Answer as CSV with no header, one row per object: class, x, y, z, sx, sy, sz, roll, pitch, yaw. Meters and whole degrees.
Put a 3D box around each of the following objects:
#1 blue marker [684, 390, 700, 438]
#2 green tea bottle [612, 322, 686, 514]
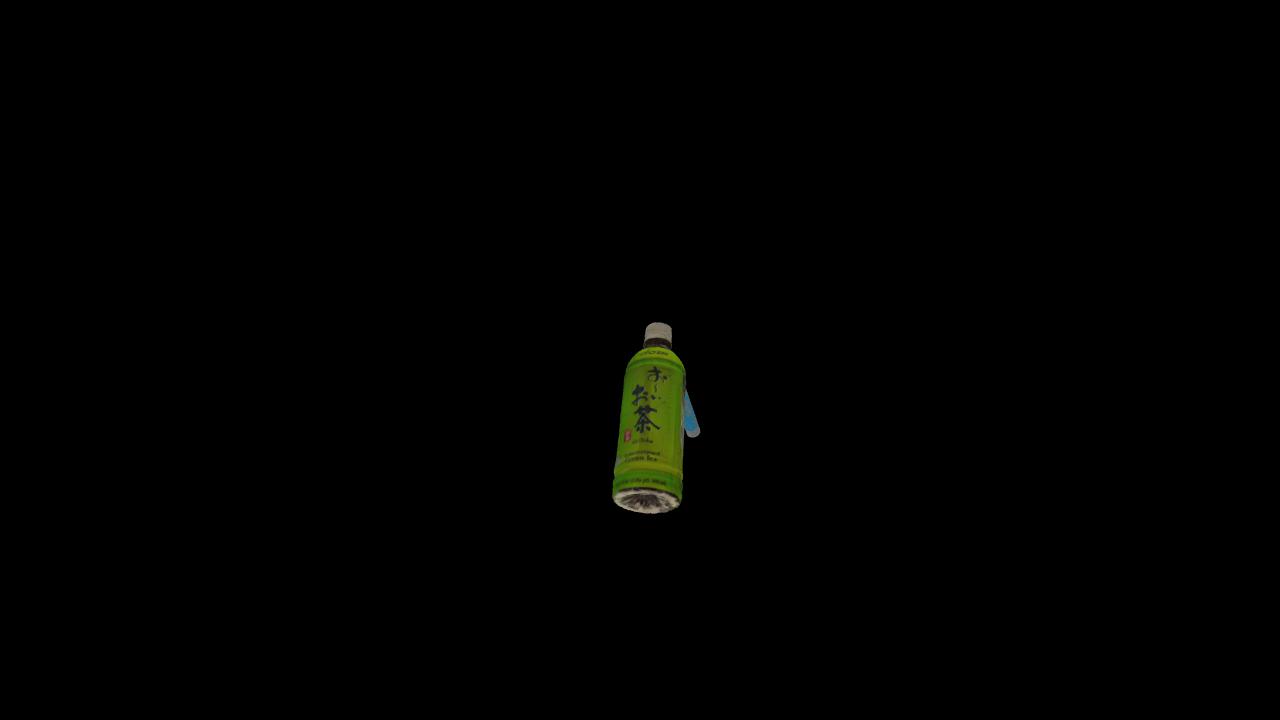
blue marker,0.055,0.054,0.766,0.020,0.020,0.121,0,-43,21
green tea bottle,0.015,0.053,0.656,0.073,0.212,0.073,4,-35,3
